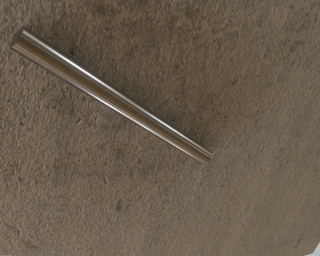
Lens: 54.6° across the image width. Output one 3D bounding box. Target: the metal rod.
[{"bbox_3d":[-0.031,-0.020,0.376,0.301,0.025,0.025,32,100,-38],"label":"metal rod"}]
